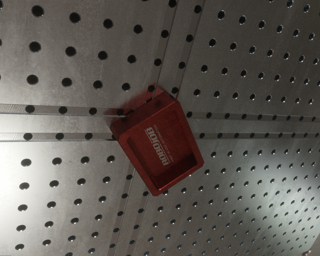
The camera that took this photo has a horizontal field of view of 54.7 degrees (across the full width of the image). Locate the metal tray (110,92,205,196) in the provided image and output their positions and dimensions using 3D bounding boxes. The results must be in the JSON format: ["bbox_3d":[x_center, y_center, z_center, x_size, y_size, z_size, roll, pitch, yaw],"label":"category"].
[{"bbox_3d":[0.001,0.027,0.426,0.090,0.030,0.130,-32,129,-8],"label":"metal tray"}]
